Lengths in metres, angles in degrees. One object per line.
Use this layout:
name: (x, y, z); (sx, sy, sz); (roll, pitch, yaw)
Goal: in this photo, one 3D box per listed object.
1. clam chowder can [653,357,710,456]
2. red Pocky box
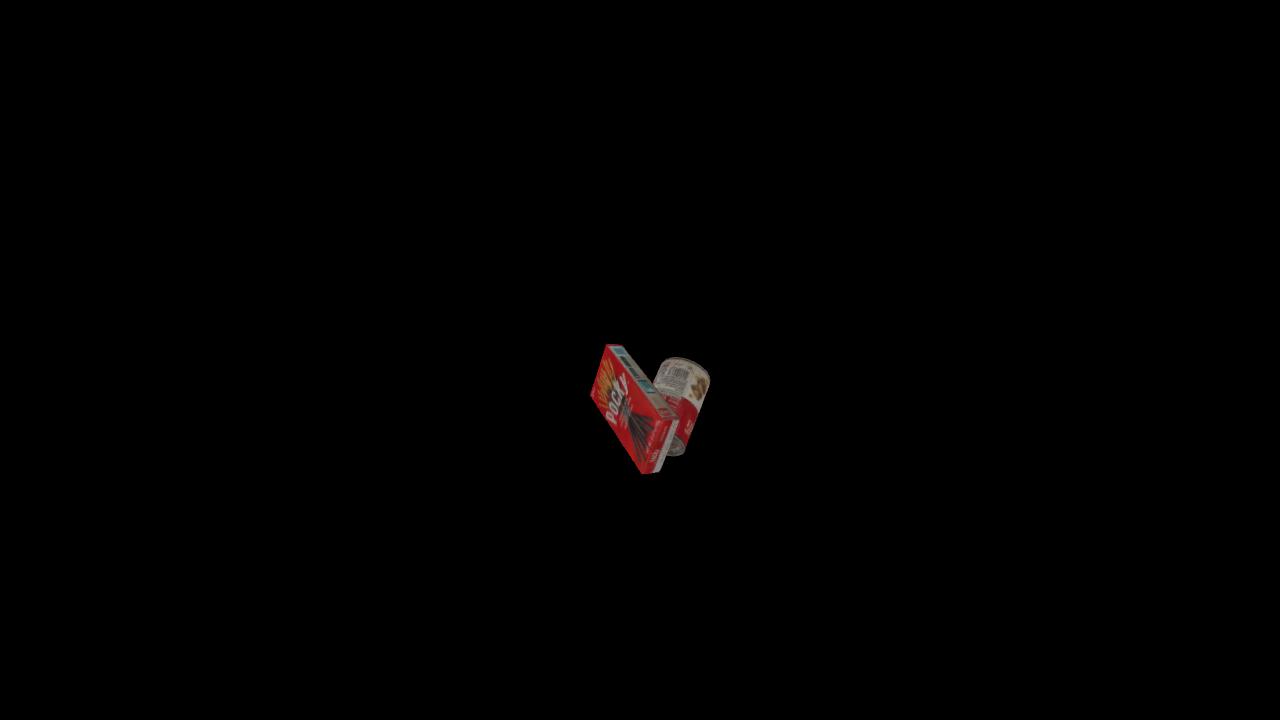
clam chowder can: (0.039, 0.055, 0.742); (0.068, 0.102, 0.068); (18, -31, 11)
red Pocky box: (-0.011, 0.055, 0.736); (0.028, 0.083, 0.155); (-2, 35, -31)
